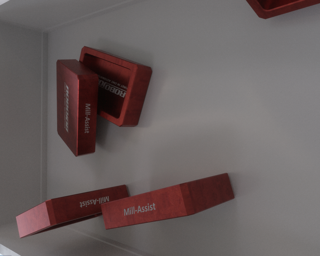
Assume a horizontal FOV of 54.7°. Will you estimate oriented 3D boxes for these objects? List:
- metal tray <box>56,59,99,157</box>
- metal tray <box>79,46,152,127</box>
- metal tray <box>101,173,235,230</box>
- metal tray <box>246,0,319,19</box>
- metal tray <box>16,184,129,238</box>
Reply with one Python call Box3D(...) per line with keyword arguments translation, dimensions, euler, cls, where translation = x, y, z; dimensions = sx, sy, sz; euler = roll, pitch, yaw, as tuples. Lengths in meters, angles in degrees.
Box3D(translation=(-0.131, -0.033, 0.482), dimensions=(0.090, 0.030, 0.129), euler=(36, 127, 45), cls="metal tray")
Box3D(translation=(-0.078, -0.065, 0.467), dimensions=(0.130, 0.030, 0.089), euler=(26, 107, 37), cls="metal tray")
Box3D(translation=(0.007, 0.085, 0.358), dimensions=(0.130, 0.091, 0.030), euler=(-23, 76, 38), cls="metal tray")
Box3D(translation=(0.119, -0.143, 0.247), dimensions=(0.130, 0.090, 0.030), euler=(1, 63, 52), cls="metal tray")
Box3D(translation=(-0.117, 0.115, 0.435), dimensions=(0.090, 0.131, 0.030), euler=(-29, 72, 36), cls="metal tray")
